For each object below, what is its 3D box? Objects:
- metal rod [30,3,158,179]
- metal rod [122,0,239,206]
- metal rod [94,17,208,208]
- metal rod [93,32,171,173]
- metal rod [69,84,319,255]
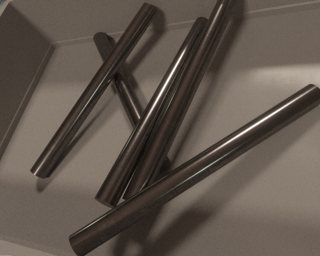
[{"bbox_3d":[-0.097,-0.057,0.462,0.025,0.025,0.299,32,87,37],"label":"metal rod"},{"bbox_3d":[0.032,-0.049,0.376,0.025,0.025,0.299,17,74,34],"label":"metal rod"},{"bbox_3d":[0.003,-0.038,0.402,0.025,0.025,0.300,10,59,32],"label":"metal rod"},{"bbox_3d":[-0.053,-0.058,0.467,0.025,0.025,0.300,-33,52,6],"label":"metal rod"},{"bbox_3d":[0.043,0.041,0.326,0.301,0.025,0.025,-32,51,-5],"label":"metal rod"}]
